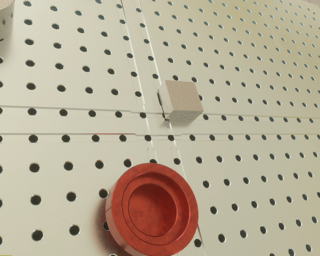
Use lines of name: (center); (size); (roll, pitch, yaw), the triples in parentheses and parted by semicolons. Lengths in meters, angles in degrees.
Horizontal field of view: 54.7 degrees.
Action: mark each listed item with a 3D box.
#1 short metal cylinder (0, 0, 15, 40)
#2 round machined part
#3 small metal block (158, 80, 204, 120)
short metal cylinder: (-0.217, -0.148, 0.366); (0.081, 0.050, 0.080); (14, 56, -21)
round machined part: (-0.011, 0.091, 0.336); (0.099, 0.042, 0.098); (14, 56, -21)
small metal block: (0.029, -0.040, 0.448); (0.050, 0.025, 0.050); (0, 62, -28)
